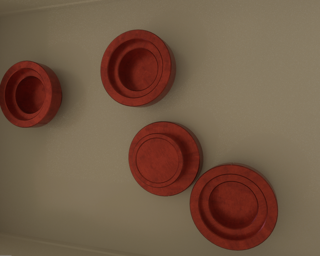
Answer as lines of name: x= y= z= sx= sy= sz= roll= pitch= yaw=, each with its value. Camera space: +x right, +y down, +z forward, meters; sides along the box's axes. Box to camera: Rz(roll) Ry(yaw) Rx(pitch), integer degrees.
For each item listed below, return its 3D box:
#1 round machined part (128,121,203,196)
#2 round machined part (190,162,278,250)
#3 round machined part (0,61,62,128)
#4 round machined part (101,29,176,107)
round machined part: x=0.003 y=0.040 z=0.400 sx=0.098 sy=0.042 sz=0.097 roll=0 pitch=90 yaw=20
round machined part: x=0.088 y=0.090 z=0.370 sx=0.098 sy=0.042 sz=0.097 roll=0 pitch=90 yaw=20
round machined part: x=-0.189 y=-0.049 z=0.468 sx=0.098 sy=0.042 sz=0.097 roll=0 pitch=90 yaw=20
round machined part: x=-0.025 y=-0.076 z=0.410 sx=0.098 sy=0.042 sz=0.097 roll=0 pitch=90 yaw=20
